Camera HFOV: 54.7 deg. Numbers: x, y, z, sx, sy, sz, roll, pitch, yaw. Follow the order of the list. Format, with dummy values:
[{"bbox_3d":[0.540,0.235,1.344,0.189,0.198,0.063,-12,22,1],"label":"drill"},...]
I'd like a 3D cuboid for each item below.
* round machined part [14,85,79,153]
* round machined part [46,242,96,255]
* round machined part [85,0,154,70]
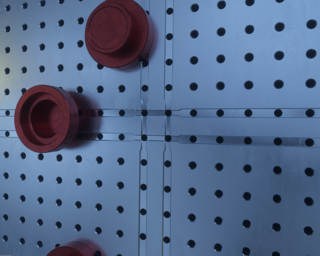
[{"bbox_3d":[-0.162,-0.013,0.459,0.098,0.042,0.097,0,90,19],"label":"round machined part"},{"bbox_3d":[-0.134,0.221,0.449,0.098,0.042,0.097,0,90,19],"label":"round machined part"},{"bbox_3d":[-0.062,-0.131,0.424,0.098,0.042,0.097,0,90,19],"label":"round machined part"}]
